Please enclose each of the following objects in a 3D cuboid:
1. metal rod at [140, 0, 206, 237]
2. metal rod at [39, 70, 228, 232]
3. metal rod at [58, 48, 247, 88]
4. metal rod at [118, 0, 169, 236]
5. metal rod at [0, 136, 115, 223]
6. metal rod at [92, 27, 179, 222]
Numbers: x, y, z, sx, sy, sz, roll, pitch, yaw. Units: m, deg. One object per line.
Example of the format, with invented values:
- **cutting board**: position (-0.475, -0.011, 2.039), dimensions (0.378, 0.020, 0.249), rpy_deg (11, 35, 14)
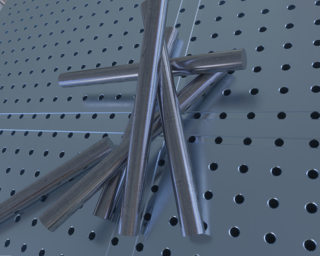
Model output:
- **metal rod**: position (0.010, -0.027, 0.373), dimensions (0.025, 0.025, 0.299), rpy_deg (-17, 70, 19)
- **metal rod**: position (-0.022, 0.012, 0.389), dimensions (0.301, 0.025, 0.025), rpy_deg (-42, 51, -11)
- **metal rod**: position (-0.030, -0.080, 0.441), dimensions (0.300, 0.025, 0.025), rpy_deg (0, 62, 30)
- **metal rod**: position (-0.018, -0.027, 0.364), dimensions (0.025, 0.025, 0.299), rpy_deg (6, 87, 31)
- **metal rod**: position (-0.195, 0.101, 0.450), dimensions (0.300, 0.025, 0.025), rpy_deg (-32, 52, 7)
- **metal rod**: position (-0.026, -0.021, 0.435), dimensions (0.025, 0.025, 0.300), rpy_deg (5, 64, 30)
